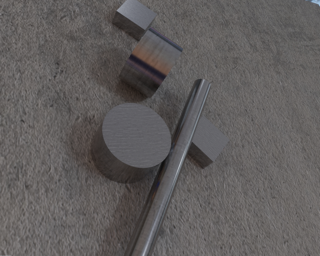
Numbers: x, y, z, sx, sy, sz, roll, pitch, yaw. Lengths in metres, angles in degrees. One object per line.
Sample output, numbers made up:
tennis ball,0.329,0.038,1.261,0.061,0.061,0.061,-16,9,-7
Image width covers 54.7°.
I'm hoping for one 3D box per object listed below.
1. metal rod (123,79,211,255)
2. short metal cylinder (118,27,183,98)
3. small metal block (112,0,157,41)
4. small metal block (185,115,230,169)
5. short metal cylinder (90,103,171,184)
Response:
metal rod,0.010,0.052,0.350,0.025,0.025,0.300,30,54,-9
short metal cylinder,-0.012,-0.087,0.415,0.050,0.080,0.080,33,51,-7
small metal block,-0.040,-0.172,0.488,0.050,0.025,0.050,33,51,-7
small metal block,0.060,0.019,0.424,0.050,0.025,0.050,44,51,2
short metal cylinder,-0.034,0.018,0.358,0.081,0.050,0.080,14,56,-21
